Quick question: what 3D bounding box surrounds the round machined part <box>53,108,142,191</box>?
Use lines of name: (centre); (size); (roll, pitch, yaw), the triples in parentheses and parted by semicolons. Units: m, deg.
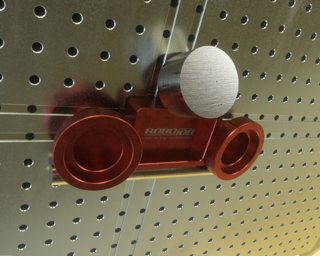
round machined part: (-0.074, 0.022, 0.362); (0.099, 0.042, 0.097); (-8, 118, -16)

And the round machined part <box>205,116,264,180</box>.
round machined part: (0.105, 0.026, 0.463); (0.099, 0.042, 0.097); (-19, 127, -27)

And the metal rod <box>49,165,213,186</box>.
metal rod: (0.001, 0.059, 0.444); (0.303, 0.025, 0.025); (1, 118, -29)

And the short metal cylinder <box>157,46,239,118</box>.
short metal cylinder: (0.044, -0.051, 0.364); (0.081, 0.050, 0.079); (-1, 93, -29)

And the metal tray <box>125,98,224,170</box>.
metal tray: (0.014, 0.009, 0.416); (0.131, 0.030, 0.089); (0, 119, -29)
